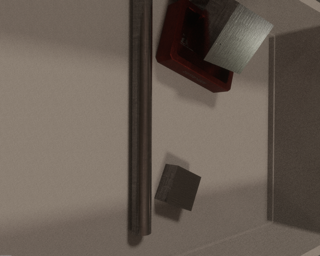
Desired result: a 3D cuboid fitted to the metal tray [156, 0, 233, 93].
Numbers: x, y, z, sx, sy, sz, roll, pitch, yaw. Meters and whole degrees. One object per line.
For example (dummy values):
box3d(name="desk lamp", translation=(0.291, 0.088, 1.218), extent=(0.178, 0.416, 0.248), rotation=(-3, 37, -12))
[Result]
box3d(name="metal tray", translation=(0.060, -0.115, 0.455), extent=(0.131, 0.030, 0.090), rotation=(21, 77, -38))

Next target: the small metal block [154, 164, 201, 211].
box3d(name="small metal block", translation=(0.026, 0.083, 0.431), extent=(0.050, 0.025, 0.050), rotation=(31, 71, -36))

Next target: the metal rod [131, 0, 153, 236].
box3d(name="metal rod", translation=(-0.023, -0.018, 0.389), extent=(0.025, 0.025, 0.298), rotation=(0, 90, -40))

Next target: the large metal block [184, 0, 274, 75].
box3d(name="large metal block", translation=(0.095, -0.130, 0.430), extent=(0.081, 0.050, 0.080), rotation=(10, 122, -40))
